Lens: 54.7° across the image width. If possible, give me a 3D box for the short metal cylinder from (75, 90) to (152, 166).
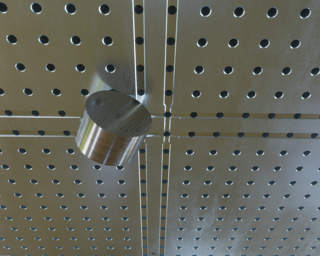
[{"bbox_3d":[-0.056,-0.001,0.374,0.081,0.080,0.050,18,128,-15],"label":"short metal cylinder"}]
